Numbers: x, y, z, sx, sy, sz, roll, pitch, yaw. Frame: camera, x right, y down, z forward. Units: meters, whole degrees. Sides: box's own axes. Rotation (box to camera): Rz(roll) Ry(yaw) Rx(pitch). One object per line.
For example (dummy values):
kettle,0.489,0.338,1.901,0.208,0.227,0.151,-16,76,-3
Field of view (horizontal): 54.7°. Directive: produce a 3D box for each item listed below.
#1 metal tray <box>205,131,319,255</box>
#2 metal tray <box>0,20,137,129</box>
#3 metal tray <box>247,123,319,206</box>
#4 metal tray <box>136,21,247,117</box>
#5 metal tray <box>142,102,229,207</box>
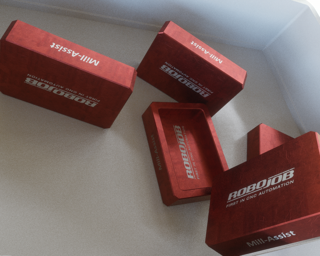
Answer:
metal tray,0.106,0.068,0.305,0.030,0.130,0.090,39,41,-19
metal tray,-0.102,-0.051,0.340,0.131,0.090,0.030,20,54,-17
metal tray,0.195,0.057,0.472,0.131,0.030,0.090,23,53,-14
metal tray,0.041,-0.076,0.432,0.130,0.090,0.030,31,52,-8
metal tray,0.035,0.029,0.403,0.091,0.030,0.130,-1,62,-29
